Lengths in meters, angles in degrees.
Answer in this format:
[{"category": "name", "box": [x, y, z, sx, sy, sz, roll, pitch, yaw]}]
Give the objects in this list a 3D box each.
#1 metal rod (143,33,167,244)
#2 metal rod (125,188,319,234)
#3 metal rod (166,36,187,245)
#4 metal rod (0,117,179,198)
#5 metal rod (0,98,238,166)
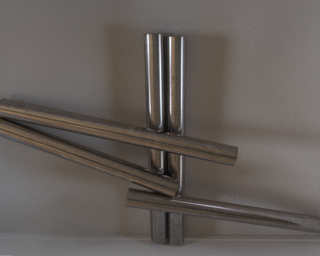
[{"category": "metal rod", "box": [-0.004, 0.028, 0.418, 0.025, 0.025, 0.298, -1, 110, 0]}, {"category": "metal rod", "box": [0.102, 0.119, 0.437, 0.302, 0.025, 0.025, 11, 110, -11]}, {"category": "metal rod", "box": [0.022, 0.030, 0.420, 0.025, 0.025, 0.298, -1, 110, 0]}, {"category": "metal rod", "box": [-0.120, 0.029, 0.405, 0.302, 0.025, 0.025, 20, 109, -2]}, {"category": "metal rod", "box": [-0.054, 0.005, 0.390, 0.302, 0.025, 0.025, 12, 110, 3]}]
